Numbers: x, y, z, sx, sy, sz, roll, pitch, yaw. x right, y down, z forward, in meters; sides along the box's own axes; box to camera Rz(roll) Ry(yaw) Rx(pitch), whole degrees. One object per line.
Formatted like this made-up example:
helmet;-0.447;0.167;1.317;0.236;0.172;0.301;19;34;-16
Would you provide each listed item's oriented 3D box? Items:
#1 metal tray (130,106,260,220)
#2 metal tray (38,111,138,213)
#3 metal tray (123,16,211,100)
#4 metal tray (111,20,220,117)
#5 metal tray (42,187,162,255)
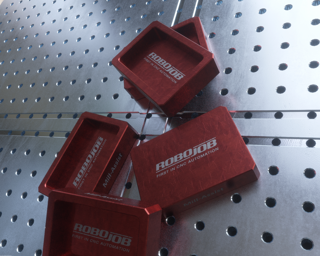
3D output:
metal tray;0.036;0.040;0.361;0.130;0.030;0.090;-26;53;11
metal tray;-0.098;0.045;0.426;0.090;0.030;0.130;14;69;33
metal tray;0.009;-0.104;0.462;0.130;0.030;0.090;-19;54;16
metal tray;0.003;-0.083;0.413;0.090;0.030;0.130;-44;52;-3
metal tray;-0.066;0.120;0.338;0.130;0.030;0.089;4;87;25
